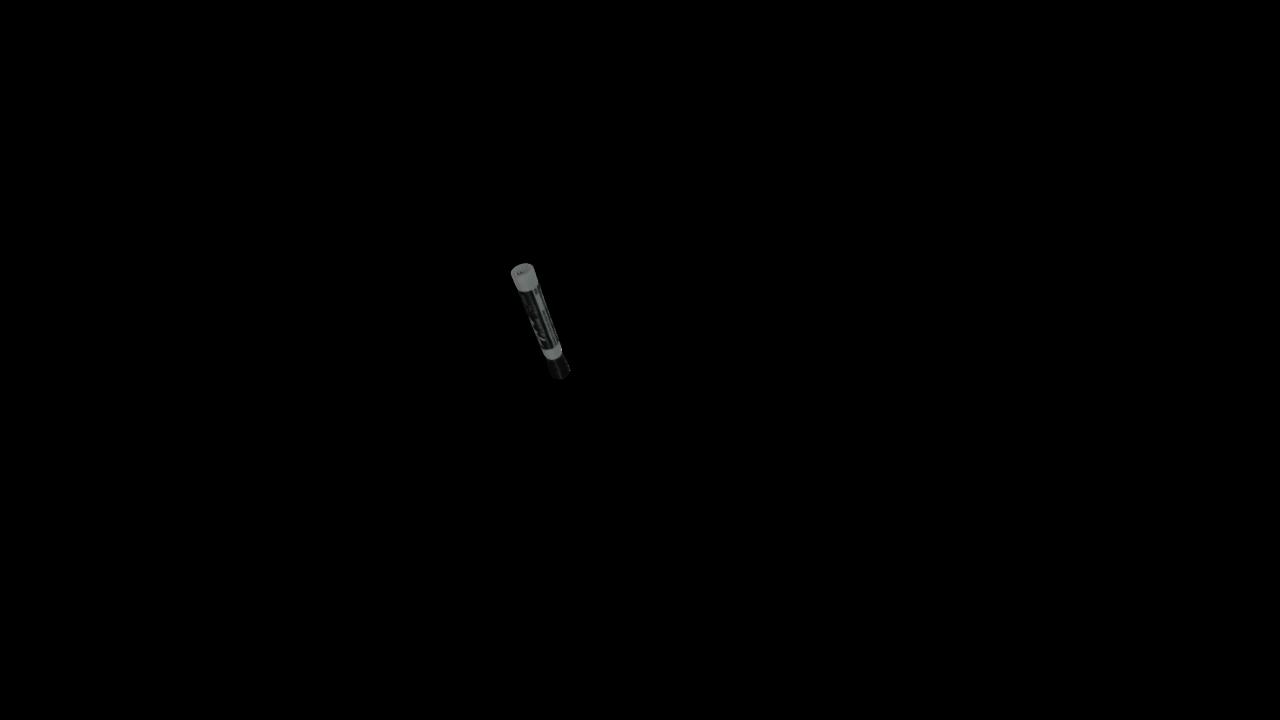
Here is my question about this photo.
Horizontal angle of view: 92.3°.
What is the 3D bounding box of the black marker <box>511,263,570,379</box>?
[{"bbox_3d":[-0.082,-0.028,0.526,0.020,0.121,0.020,-8,43,7],"label":"black marker"}]
